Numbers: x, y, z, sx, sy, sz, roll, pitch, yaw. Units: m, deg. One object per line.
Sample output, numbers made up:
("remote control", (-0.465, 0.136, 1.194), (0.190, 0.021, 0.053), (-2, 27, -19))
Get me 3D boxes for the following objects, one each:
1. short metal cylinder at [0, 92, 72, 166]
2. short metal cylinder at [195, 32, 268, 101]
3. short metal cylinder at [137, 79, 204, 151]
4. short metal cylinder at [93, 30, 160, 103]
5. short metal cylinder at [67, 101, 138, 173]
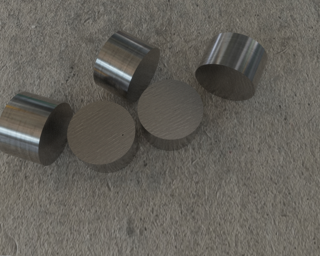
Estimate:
("short metal cylinder", (-0.149, 0.001, 0.378), (0.050, 0.080, 0.080), (16, 71, 6))
("short metal cylinder", (0.094, -0.079, 0.408), (0.080, 0.080, 0.050), (23, 72, 8))
("short metal cylinder", (0.013, -0.015, 0.400), (0.081, 0.050, 0.080), (0, 70, 0))
("short metal cylinder", (-0.042, -0.080, 0.408), (0.050, 0.080, 0.080), (30, 73, 10))
("short metal cylinder", (-0.069, 0.013, 0.390), (0.081, 0.050, 0.080), (0, 70, 0))
